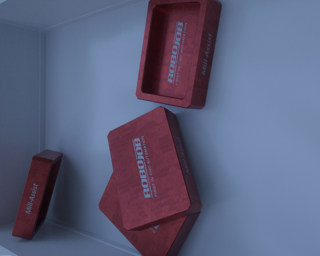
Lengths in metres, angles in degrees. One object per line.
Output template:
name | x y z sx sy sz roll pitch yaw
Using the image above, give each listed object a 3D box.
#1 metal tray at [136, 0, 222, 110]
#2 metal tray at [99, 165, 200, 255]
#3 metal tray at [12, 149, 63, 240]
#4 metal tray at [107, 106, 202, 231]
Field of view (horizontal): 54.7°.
metal tray | 0.020 -0.094 0.385 0.090 0.030 0.129 14 99 38
metal tray | -0.020 0.107 0.414 0.130 0.030 0.089 35 107 34
metal tray | -0.202 0.106 0.518 0.090 0.030 0.129 -156 82 -83
metal tray | -0.011 0.049 0.378 0.090 0.030 0.130 -25 63 22
